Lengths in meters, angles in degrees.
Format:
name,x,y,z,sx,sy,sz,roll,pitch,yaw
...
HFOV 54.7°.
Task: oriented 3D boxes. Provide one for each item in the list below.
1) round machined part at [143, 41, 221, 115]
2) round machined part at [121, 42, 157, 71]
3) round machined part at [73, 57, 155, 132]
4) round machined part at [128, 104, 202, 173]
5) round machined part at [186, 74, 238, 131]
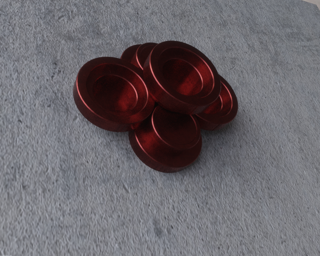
name,x,y,z,sx,sy,sz,roll,pitch,yaw
round machined part,0.024,-0.058,0.390,0.099,0.042,0.098,14,56,-21
round machined part,-0.009,-0.082,0.441,0.099,0.042,0.098,14,56,-21
round machined part,-0.059,-0.037,0.386,0.099,0.042,0.098,14,56,-21
round machined part,0.013,0.005,0.400,0.099,0.042,0.098,14,56,-21
round machined part,0.061,-0.038,0.453,0.099,0.042,0.098,14,56,-21
